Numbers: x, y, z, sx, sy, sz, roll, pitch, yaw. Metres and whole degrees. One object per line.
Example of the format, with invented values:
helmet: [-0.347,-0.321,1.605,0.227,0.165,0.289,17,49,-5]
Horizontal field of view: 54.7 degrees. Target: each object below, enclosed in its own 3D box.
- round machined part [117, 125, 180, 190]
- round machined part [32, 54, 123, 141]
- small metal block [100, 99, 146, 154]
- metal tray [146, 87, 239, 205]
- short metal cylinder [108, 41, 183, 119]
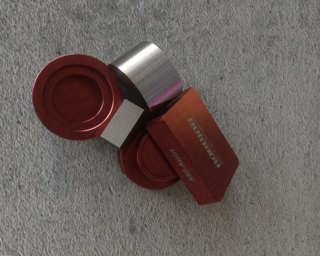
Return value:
round machined part: [-0.002,0.032,0.401,0.099,0.042,0.097,0,90,-21]
round machined part: [-0.097,-0.034,0.366,0.099,0.042,0.097,0,90,-21]
small metal block: [-0.041,0.000,0.364,0.025,0.050,0.050,31,79,7]
metal tray: [0.048,0.022,0.403,0.130,0.030,0.090,56,42,-12]
short metal cylinder: [-0.019,-0.057,0.376,0.050,0.080,0.080,-40,103,-16]
